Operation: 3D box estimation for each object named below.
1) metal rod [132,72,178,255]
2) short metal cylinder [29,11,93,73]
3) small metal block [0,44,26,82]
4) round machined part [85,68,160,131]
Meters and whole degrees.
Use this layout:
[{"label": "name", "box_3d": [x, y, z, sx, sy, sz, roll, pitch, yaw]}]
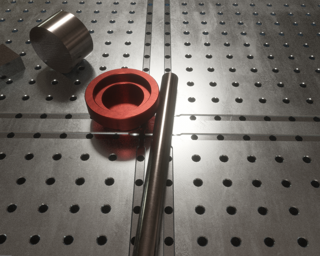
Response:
[{"label": "metal rod", "box_3d": [-0.002, 0.039, 0.374, 0.025, 0.025, 0.300, 5, 50, 4]}, {"label": "short metal cylinder", "box_3d": [-0.152, -0.133, 0.481, 0.080, 0.080, 0.050, 23, 54, 18]}, {"label": "small metal block", "box_3d": [-0.253, -0.103, 0.491, 0.050, 0.025, 0.050, 34, 57, 24]}, {"label": "round machined part", "box_3d": [-0.049, -0.035, 0.424, 0.099, 0.042, 0.098, 0, 49, 1]}]
